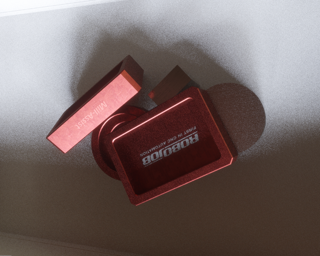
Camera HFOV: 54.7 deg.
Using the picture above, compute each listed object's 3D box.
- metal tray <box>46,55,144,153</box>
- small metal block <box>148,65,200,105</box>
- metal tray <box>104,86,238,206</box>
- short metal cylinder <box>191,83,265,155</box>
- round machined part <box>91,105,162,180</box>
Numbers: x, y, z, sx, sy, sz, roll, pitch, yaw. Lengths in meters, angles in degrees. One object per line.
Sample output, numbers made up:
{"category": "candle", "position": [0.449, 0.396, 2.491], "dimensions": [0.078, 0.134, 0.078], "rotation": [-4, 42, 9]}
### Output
{"category": "metal tray", "position": [-0.080, -0.033, 0.400], "dimensions": [0.130, 0.090, 0.030], "rotation": [-38, 110, 15]}
{"category": "small metal block", "position": [0.019, -0.048, 0.388], "dimensions": [0.050, 0.050, 0.025], "rotation": [-44, 77, 13]}
{"category": "metal tray", "position": [0.009, 0.022, 0.352], "dimensions": [0.130, 0.030, 0.090], "rotation": [-28, 80, 22]}
{"category": "short metal cylinder", "position": [0.082, -0.010, 0.366], "dimensions": [0.080, 0.050, 0.079], "rotation": [0, 90, 19]}
{"category": "round machined part", "position": [-0.038, 0.019, 0.413], "dimensions": [0.098, 0.042, 0.097], "rotation": [0, 90, 19]}
